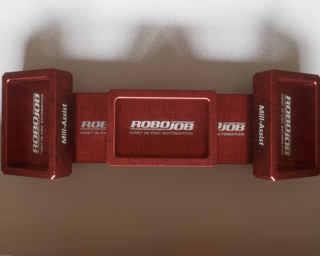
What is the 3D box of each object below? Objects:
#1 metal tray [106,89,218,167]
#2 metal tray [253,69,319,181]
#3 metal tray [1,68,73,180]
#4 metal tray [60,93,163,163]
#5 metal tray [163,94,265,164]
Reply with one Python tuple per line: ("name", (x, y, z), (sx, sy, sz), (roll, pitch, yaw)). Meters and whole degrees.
("metal tray", (0.003, 0.000, 0.377), (0.131, 0.030, 0.089), (1, 89, 0))
("metal tray", (0.160, -0.003, 0.389), (0.091, 0.030, 0.129), (0, 90, -28))
("metal tray", (-0.155, -0.005, 0.388), (0.090, 0.030, 0.129), (1, 90, 25))
("metal tray", (-0.062, 0.000, 0.408), (0.131, 0.030, 0.089), (0, 90, 0))
("metal tray", (0.069, 0.001, 0.408), (0.131, 0.030, 0.089), (0, 90, 0))
